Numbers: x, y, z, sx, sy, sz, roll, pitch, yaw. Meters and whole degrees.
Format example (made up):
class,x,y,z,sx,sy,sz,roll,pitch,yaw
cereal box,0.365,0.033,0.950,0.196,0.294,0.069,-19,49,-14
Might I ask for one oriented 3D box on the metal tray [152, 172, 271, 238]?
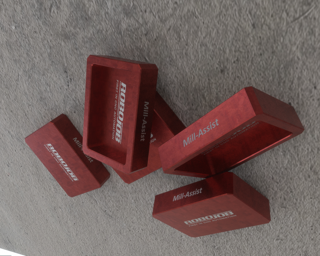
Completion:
class,x,y,z,sx,sy,sz,roll,pitch,yaw
metal tray,0.066,0.107,0.412,0.130,0.030,0.090,-27,129,37

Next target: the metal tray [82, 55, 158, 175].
class,x,y,z,sx,sy,sz,roll,pitch,yaw
metal tray,-0.053,-0.019,0.380,0.090,0.030,0.129,18,109,35

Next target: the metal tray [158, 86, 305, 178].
class,x,y,z,sx,sy,sz,roll,pitch,yaw
metal tray,0.073,0.013,0.334,0.129,0.091,0.030,-37,54,36

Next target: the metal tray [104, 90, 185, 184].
class,x,y,z,sx,sy,sz,roll,pitch,yaw
metal tray,-0.028,0.017,0.429,0.130,0.030,0.090,-32,101,38

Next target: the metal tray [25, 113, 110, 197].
class,x,y,z,sx,sy,sz,roll,pitch,yaw
metal tray,-0.154,0.049,0.516,0.090,0.030,0.130,-25,105,36
